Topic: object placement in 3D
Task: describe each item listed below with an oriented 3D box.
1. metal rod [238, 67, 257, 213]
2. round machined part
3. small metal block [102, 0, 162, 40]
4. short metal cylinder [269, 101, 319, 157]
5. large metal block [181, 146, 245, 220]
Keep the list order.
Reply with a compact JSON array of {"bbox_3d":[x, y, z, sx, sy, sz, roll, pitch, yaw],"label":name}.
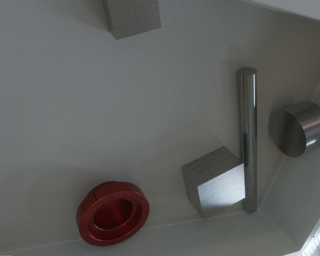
[{"bbox_3d":[0.149,0.039,0.516,0.025,0.025,0.298,-24,128,-14],"label":"metal rod"},{"bbox_3d":[-0.068,0.114,0.432,0.099,0.042,0.097,-14,125,-21],"label":"round machined part"},{"bbox_3d":[-0.029,-0.123,0.314,0.050,0.025,0.050,-20,130,-13],"label":"small metal block"},{"bbox_3d":[0.223,0.001,0.499,0.050,0.080,0.079,-20,126,-17],"label":"short metal cylinder"},{"bbox_3d":[0.087,0.087,0.496,0.081,0.050,0.080,-24,128,-14],"label":"large metal block"}]
